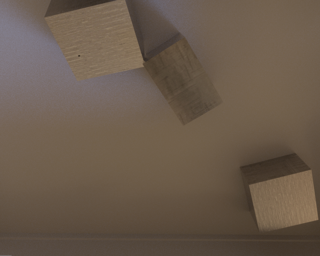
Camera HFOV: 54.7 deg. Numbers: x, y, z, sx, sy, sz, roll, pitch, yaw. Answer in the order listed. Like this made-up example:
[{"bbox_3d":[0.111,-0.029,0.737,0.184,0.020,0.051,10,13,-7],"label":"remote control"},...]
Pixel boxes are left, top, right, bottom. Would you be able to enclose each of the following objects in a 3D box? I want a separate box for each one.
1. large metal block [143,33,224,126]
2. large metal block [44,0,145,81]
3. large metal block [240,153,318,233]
[{"bbox_3d":[0.025,-0.060,0.360,0.050,0.080,0.080,-31,107,11],"label":"large metal block"},{"bbox_3d":[-0.066,-0.106,0.341,0.080,0.050,0.080,-11,136,6],"label":"large metal block"},{"bbox_3d":[0.165,0.090,0.432,0.080,0.050,0.080,-15,110,5],"label":"large metal block"}]
